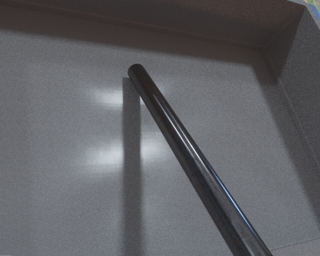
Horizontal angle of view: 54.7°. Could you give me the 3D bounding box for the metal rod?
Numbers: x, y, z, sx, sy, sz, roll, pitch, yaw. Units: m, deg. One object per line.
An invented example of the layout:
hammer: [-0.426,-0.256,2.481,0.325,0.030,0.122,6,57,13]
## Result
metal rod: [0.019,0.010,0.333,0.025,0.025,0.300,2,36,-28]
